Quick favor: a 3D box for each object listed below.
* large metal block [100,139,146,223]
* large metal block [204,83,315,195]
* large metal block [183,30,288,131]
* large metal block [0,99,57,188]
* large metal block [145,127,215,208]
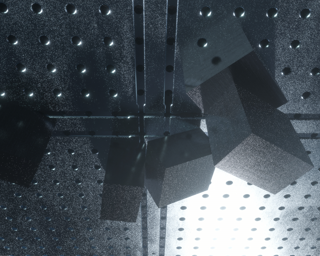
[{"bbox_3d":[-0.052,0.075,0.439,0.050,0.080,0.079,8,130,-7],"label":"large metal block"},{"bbox_3d":[0.098,0.011,0.321,0.080,0.080,0.050,26,125,-21],"label":"large metal block"},{"bbox_3d":[0.084,-0.049,0.355,0.080,0.050,0.080,-32,124,24],"label":"large metal block"},{"bbox_3d":[-0.186,0.017,0.387,0.080,0.080,0.050,23,126,-19],"label":"large metal block"},{"bbox_3d":[0.027,0.053,0.421,0.081,0.050,0.079,-14,135,-24],"label":"large metal block"}]
